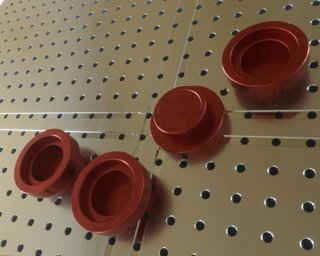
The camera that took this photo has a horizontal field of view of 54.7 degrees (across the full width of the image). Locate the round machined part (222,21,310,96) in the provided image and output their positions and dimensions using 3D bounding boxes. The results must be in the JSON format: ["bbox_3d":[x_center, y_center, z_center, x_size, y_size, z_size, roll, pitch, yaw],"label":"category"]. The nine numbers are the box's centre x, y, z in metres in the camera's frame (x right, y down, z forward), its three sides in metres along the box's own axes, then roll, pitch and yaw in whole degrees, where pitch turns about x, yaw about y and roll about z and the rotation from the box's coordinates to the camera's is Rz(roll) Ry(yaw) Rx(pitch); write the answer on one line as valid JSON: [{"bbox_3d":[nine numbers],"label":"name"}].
[{"bbox_3d":[0.129,-0.079,0.378,0.098,0.042,0.098,-13,56,20],"label":"round machined part"}]

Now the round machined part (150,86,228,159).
[{"bbox_3d":[0.031,-0.014,0.388,0.098,0.042,0.098,-13,56,20],"label":"round machined part"}]

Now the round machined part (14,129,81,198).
[{"bbox_3d":[-0.154,0.053,0.443,0.098,0.042,0.098,-13,56,20],"label":"round machined part"}]

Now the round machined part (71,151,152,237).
[{"bbox_3d":[-0.054,0.081,0.375,0.098,0.042,0.098,-13,56,20],"label":"round machined part"}]
